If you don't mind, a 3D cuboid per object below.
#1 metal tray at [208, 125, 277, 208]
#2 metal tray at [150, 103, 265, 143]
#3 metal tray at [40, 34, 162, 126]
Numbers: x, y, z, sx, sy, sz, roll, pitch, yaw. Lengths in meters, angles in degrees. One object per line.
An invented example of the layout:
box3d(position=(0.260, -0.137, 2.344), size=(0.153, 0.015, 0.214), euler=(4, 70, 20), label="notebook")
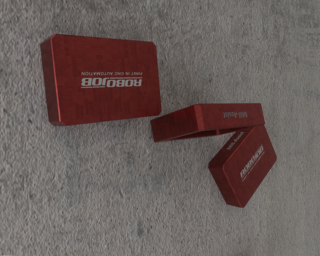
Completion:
box3d(position=(0.143, 0.057, 0.521), size=(0.131, 0.030, 0.090), euler=(-43, 116, -32), label="metal tray")
box3d(position=(0.065, -0.007, 0.413), size=(0.131, 0.090, 0.030), euler=(-4, 81, -40), label="metal tray")
box3d(position=(-0.060, -0.053, 0.351), size=(0.131, 0.030, 0.089), euler=(-8, 96, -40), label="metal tray")
